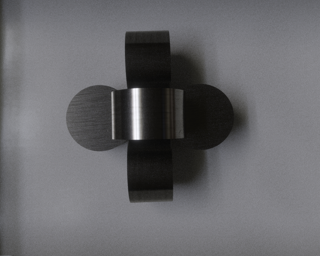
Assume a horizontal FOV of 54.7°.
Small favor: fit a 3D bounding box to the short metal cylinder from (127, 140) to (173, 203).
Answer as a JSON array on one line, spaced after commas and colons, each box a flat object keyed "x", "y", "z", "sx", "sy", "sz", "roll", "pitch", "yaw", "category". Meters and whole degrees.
[{"x": -0.011, "y": 0.050, "z": 0.382, "sx": 0.050, "sy": 0.080, "sz": 0.080, "roll": -2, "pitch": 90, "yaw": -1, "category": "short metal cylinder"}]

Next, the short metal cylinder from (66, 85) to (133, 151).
[{"x": -0.072, "y": -0.012, "z": 0.396, "sx": 0.081, "sy": 0.050, "sz": 0.080, "roll": 0, "pitch": 90, "yaw": 0, "category": "short metal cylinder"}]

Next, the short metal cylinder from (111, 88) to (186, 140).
[{"x": -0.012, "y": -0.014, "z": 0.338, "sx": 0.081, "sy": 0.080, "sz": 0.050, "roll": -1, "pitch": 90, "yaw": 0, "category": "short metal cylinder"}]

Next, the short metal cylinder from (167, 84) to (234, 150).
[{"x": 0.049, "y": -0.013, "z": 0.397, "sx": 0.081, "sy": 0.050, "sz": 0.080, "roll": 0, "pitch": 90, "yaw": 0, "category": "short metal cylinder"}]

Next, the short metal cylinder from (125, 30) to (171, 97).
[{"x": -0.014, "y": -0.078, "z": 0.382, "sx": 0.050, "sy": 0.080, "sz": 0.080, "roll": -2, "pitch": 90, "yaw": -1, "category": "short metal cylinder"}]
